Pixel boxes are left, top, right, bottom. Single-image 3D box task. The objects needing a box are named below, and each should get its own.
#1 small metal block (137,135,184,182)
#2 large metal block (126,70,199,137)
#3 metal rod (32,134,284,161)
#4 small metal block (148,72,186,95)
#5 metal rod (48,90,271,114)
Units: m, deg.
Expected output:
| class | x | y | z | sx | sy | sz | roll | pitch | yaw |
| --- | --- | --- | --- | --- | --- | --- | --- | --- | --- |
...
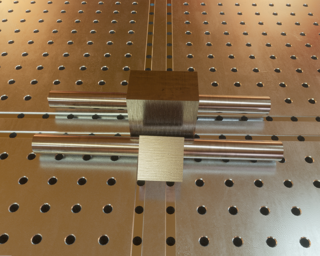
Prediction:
| class | x | y | z | sx | sy | sz | roll | pitch | yaw |
| --- | --- | --- | --- | --- | --- | --- | --- | --- | --- |
| small metal block | 0.001 | 0.035 | 0.358 | 0.050 | 0.025 | 0.050 | 2 | 87 | 1 |
| large metal block | 0.004 | -0.024 | 0.386 | 0.081 | 0.080 | 0.050 | 1 | 50 | 1 |
| metal rod | -0.003 | 0.024 | 0.383 | 0.302 | 0.025 | 0.025 | 2 | 50 | 1 |
| small metal block | 0.009 | -0.064 | 0.442 | 0.050 | 0.025 | 0.050 | 1 | 16 | 0 |
| metal rod | -0.001 | -0.036 | 0.432 | 0.302 | 0.025 | 0.025 | 2 | 50 | 1 |
